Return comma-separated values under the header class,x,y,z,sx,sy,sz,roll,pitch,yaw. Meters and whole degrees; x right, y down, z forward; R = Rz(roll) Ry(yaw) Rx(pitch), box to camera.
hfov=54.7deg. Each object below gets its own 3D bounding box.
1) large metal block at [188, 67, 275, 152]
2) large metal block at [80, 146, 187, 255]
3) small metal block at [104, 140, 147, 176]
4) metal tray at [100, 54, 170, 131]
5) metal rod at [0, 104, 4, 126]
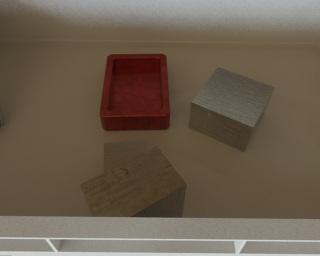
class,x,y,z,sx,sy,sz,roll,pitch,yaw
large metal block,0.094,-0.027,0.413,0.080,0.050,0.080,25,54,19
large metal block,-0.024,0.076,0.306,0.081,0.080,0.050,-26,55,-20
small metal block,-0.040,0.043,0.368,0.050,0.025,0.050,-5,50,-5
metal tray,-0.034,-0.056,0.447,0.091,0.030,0.130,-1,50,-1
metal rod,-0.258,-0.146,0.426,0.025,0.025,0.298,-14,83,-12
